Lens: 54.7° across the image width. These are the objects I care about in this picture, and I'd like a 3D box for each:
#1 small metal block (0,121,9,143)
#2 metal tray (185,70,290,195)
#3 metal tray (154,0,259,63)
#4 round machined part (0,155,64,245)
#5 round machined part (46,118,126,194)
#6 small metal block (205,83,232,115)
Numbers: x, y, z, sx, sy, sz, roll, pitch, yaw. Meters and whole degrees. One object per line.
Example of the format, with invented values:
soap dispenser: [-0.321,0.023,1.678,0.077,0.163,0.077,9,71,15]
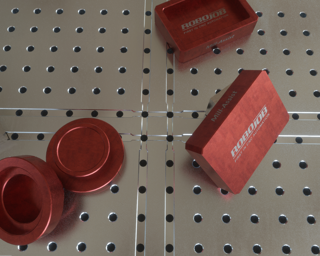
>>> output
small metal block: [-0.239,0.003,0.409,0.050,0.025,0.050,-30,73,-11]
metal tray: [0.099,0.004,0.379,0.130,0.030,0.090,-51,122,-16]
metal tray: [0.068,-0.164,0.469,0.131,0.030,0.090,-25,72,-9]
round machined part: [-0.152,0.080,0.358,0.098,0.042,0.097,0,91,19]
round machined part: [-0.094,0.032,0.390,0.099,0.042,0.098,0,70,0]
small metal block: [0.090,-0.034,0.411,0.050,0.050,0.025,-36,74,-12]
